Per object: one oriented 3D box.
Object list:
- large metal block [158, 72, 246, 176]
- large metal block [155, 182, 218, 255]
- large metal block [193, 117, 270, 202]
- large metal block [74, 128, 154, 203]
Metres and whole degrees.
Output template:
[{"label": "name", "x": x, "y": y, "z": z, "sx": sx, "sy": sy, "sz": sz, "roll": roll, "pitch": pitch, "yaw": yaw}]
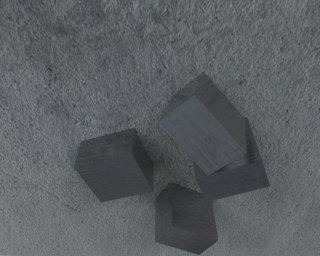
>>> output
[{"label": "large metal block", "x": 0.052, "y": -0.008, "z": 0.351, "sx": 0.050, "sy": 0.080, "sz": 0.080, "roll": -37, "pitch": 102, "yaw": 27}, {"label": "large metal block", "x": 0.040, "y": 0.144, "z": 0.494, "sx": 0.080, "sy": 0.080, "sz": 0.050, "roll": 24, "pitch": 126, "yaw": -19}, {"label": "large metal block", "x": 0.089, "y": 0.040, "z": 0.406, "sx": 0.080, "sy": 0.080, "sz": 0.050, "roll": -18, "pitch": 128, "yaw": 14}, {"label": "large metal block", "x": -0.061, "y": 0.054, "z": 0.436, "sx": 0.080, "sy": 0.050, "sz": 0.080, "roll": -14, "pitch": 129, "yaw": 12}]
